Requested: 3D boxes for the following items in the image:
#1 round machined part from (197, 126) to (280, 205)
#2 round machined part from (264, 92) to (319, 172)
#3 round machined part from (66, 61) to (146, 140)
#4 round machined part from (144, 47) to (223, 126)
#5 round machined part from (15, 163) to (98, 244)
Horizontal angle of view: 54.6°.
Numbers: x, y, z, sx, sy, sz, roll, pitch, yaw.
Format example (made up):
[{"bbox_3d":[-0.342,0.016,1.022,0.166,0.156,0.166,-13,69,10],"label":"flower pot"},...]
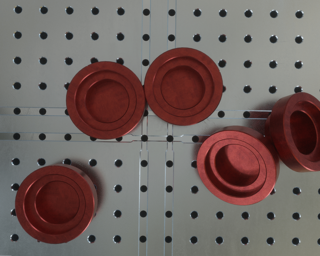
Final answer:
[{"bbox_3d":[0.100,0.044,0.391,0.098,0.042,0.097,10,111,29],"label":"round machined part"},{"bbox_3d":[0.172,0.007,0.391,0.099,0.042,0.098,8,75,-30],"label":"round machined part"},{"bbox_3d":[-0.067,-0.034,0.404,0.099,0.042,0.097,0,90,0],"label":"round machined part"},{"bbox_3d":[0.029,-0.052,0.405,0.099,0.042,0.097,0,90,0],"label":"round machined part"},{"bbox_3d":[-0.130,0.095,0.404,0.099,0.042,0.097,0,90,0],"label":"round machined part"}]
